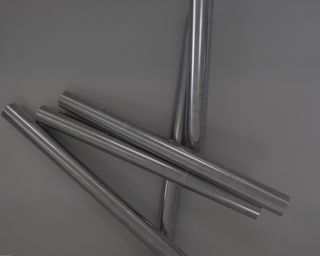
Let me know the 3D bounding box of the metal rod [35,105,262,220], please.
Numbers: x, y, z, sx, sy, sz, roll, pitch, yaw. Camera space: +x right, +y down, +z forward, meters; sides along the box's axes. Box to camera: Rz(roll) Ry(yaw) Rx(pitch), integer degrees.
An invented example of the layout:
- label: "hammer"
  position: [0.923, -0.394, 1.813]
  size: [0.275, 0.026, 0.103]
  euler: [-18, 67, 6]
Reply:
- label: "metal rod"
  position: [-0.020, 0.039, 0.390]
  size: [0.301, 0.025, 0.025]
  euler: [23, 90, 8]

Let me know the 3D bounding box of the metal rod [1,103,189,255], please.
- label: "metal rod"
  position: [-0.085, 0.073, 0.396]
  size: [0.300, 0.025, 0.025]
  euler: [40, 90, 5]

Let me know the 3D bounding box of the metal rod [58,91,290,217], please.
- label: "metal rod"
  position: [0.006, 0.024, 0.378]
  size: [0.301, 0.025, 0.025]
  euler: [25, 90, 13]

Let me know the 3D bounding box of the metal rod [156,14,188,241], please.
- label: "metal rod"
  position: [0.027, 0.000, 0.411]
  size: [0.025, 0.025, 0.298]
  euler: [8, 90, 0]

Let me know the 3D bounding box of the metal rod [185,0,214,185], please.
- label: "metal rod"
  position: [0.043, -0.063, 0.349]
  size: [0.025, 0.025, 0.298]
  euler: [-1, 116, 0]
